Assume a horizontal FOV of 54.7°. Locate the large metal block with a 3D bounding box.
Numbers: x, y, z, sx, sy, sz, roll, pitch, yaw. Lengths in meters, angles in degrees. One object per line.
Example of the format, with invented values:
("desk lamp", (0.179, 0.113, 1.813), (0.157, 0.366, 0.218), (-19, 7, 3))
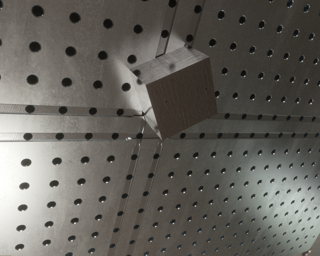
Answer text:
("large metal block", (0.019, -0.044, 0.380), (0.080, 0.050, 0.080), (-26, 128, -13))
